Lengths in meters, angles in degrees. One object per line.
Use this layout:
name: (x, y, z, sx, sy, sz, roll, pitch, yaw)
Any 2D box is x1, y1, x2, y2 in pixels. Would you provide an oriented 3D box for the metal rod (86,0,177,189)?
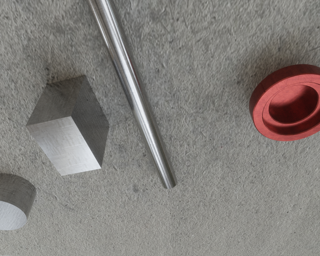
metal rod: (-0.024, -0.025, 0.385, 0.025, 0.025, 0.299, -12, 130, 9)

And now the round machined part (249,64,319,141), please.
round machined part: (0.156, -0.034, 0.370, 0.099, 0.042, 0.097, -1, 130, 0)

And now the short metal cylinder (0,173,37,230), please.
short metal cylinder: (-0.243, 0.117, 0.487, 0.081, 0.050, 0.079, 0, 130, 0)

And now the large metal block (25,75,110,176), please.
large metal block: (-0.103, -0.003, 0.367, 0.050, 0.080, 0.080, -12, 129, 9)
